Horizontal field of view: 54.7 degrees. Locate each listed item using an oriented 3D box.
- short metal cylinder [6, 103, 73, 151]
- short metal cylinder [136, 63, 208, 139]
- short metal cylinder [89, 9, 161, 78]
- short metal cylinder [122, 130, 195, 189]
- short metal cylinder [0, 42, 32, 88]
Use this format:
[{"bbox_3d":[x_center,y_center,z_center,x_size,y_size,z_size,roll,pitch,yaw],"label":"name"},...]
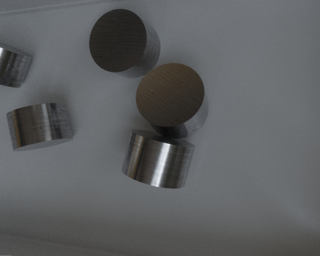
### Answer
[{"bbox_3d":[-0.169,0.000,0.439,0.080,0.080,0.050,-15,85,19],"label":"short metal cylinder"},{"bbox_3d":[0.017,-0.032,0.379,0.080,0.050,0.080,-4,71,13],"label":"short metal cylinder"},{"bbox_3d":[-0.046,-0.110,0.412,0.080,0.050,0.079,0,90,19],"label":"short metal cylinder"},{"bbox_3d":[-0.002,0.036,0.381,0.080,0.080,0.050,16,96,19],"label":"short metal cylinder"},{"bbox_3d":[-0.242,-0.100,0.465,0.080,0.080,0.050,27,99,17],"label":"short metal cylinder"}]
